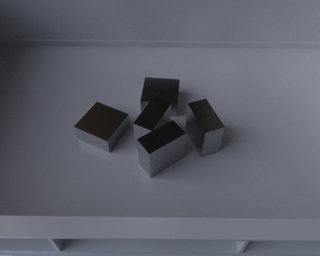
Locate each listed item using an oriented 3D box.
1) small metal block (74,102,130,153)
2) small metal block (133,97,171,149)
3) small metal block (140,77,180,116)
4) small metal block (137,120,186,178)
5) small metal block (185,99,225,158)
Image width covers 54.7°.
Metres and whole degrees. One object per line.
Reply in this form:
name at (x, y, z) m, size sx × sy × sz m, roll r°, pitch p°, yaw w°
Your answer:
small metal block at (-0.075, -0.002, 0.406) m, size 0.050 × 0.025 × 0.050 m, roll 22°, pitch 53°, yaw 17°
small metal block at (-0.009, -0.002, 0.390) m, size 0.025 × 0.050 × 0.050 m, roll 22°, pitch 53°, yaw 17°
small metal block at (0.001, -0.045, 0.443) m, size 0.050 × 0.025 × 0.050 m, roll 4°, pitch 50°, yaw 3°
small metal block at (0.002, 0.025, 0.368) m, size 0.050 × 0.050 × 0.025 m, roll -28°, pitch 56°, yaw -22°
small metal block at (0.055, 0.000, 0.389) m, size 0.025 × 0.050 × 0.050 m, roll -16°, pitch 52°, yaw -13°
